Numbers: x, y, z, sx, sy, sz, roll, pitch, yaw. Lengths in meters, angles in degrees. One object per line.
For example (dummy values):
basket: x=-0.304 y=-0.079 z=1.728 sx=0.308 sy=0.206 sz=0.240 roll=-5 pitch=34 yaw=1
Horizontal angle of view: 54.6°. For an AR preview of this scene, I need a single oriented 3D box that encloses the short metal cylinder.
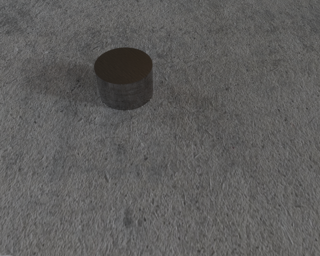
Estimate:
short metal cylinder: x=-0.050 y=-0.071 z=0.447 sx=0.080 sy=0.050 sz=0.080 roll=0 pitch=50 yaw=0
